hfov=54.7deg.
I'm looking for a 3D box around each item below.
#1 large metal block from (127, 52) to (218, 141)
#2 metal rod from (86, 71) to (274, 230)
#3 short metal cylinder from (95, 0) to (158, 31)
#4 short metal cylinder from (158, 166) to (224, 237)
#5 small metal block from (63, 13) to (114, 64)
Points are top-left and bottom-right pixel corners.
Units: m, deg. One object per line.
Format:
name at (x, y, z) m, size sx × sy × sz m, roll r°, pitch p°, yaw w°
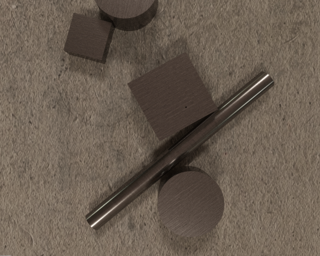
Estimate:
large metal block at (0.015, -0.038, 0.398) m, size 0.080 × 0.050 × 0.080 m, roll -29°, pitch 90°, yaw 0°
metal rod at (0.027, 0.029, 0.410) m, size 0.300 × 0.025 × 0.025 m, roll -39°, pitch 91°, yaw -1°
short metal cylinder at (-0.043, -0.172, 0.397) m, size 0.081 × 0.050 × 0.079 m, roll 0°, pitch 90°, yaw -1°
short metal cylinder at (0.037, 0.092, 0.398) m, size 0.081 × 0.050 × 0.079 m, roll 0°, pitch 90°, yaw -1°
small metal block at (-0.093, -0.117, 0.409) m, size 0.050 × 0.025 × 0.050 m, roll 15°, pitch 90°, yaw -1°
